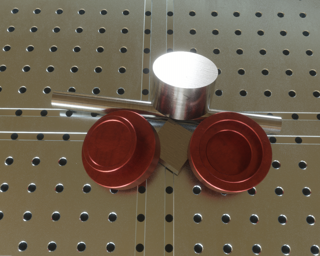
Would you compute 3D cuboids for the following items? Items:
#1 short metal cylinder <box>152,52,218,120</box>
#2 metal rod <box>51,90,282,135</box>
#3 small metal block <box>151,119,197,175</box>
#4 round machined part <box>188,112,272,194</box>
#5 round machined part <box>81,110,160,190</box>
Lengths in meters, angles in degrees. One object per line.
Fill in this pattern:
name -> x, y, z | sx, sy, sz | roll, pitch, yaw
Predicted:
short metal cylinder -> 0.030, -0.056, 0.399 | 0.081, 0.050, 0.080 | 3, 44, -2
metal rod -> 0.007, -0.021, 0.416 | 0.302, 0.025, 0.025 | 7, 70, 2
small metal block -> 0.017, 0.024, 0.399 | 0.050, 0.025, 0.050 | 35, 73, 11
round machined part -> 0.083, 0.032, 0.385 | 0.099, 0.042, 0.098 | 1, 72, -3
round machined part -> -0.053, 0.023, 0.376 | 0.098, 0.042, 0.098 | -6, 70, 17
